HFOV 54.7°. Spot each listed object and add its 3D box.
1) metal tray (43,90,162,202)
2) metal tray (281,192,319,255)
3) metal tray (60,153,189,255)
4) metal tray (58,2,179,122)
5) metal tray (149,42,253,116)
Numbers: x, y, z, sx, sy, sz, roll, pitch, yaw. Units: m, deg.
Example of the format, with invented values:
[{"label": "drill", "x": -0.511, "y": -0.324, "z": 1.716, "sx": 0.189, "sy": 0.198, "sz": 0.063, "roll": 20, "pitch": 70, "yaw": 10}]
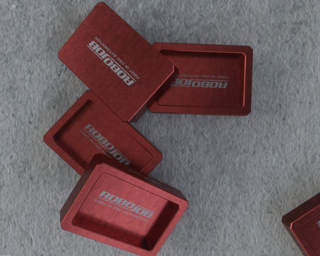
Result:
[{"label": "metal tray", "x": -0.072, "y": 0.025, "z": 0.406, "sx": 0.130, "sy": 0.030, "sz": 0.090, "roll": 43, "pitch": 90, "yaw": -1}, {"label": "metal tray", "x": 0.237, "y": 0.154, "z": 0.410, "sx": 0.090, "sy": 0.030, "sz": 0.130, "roll": -33, "pitch": 90, "yaw": -1}, {"label": "metal tray", "x": -0.041, "y": 0.098, "z": 0.378, "sx": 0.131, "sy": 0.030, "sz": 0.090, "roll": 29, "pitch": 96, "yaw": -24}, {"label": "metal tray", "x": -0.053, "y": -0.080, "z": 0.387, "sx": 0.130, "sy": 0.030, "sz": 0.090, "roll": 44, "pitch": 100, "yaw": 11}, {"label": "metal tray", "x": 0.052, "y": -0.062, "z": 0.408, "sx": 0.131, "sy": 0.030, "sz": 0.089, "roll": 2, "pitch": 90, "yaw": -1}]
